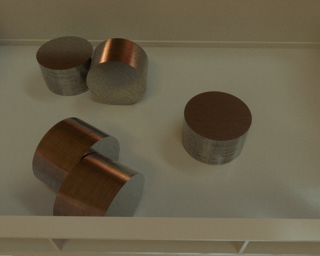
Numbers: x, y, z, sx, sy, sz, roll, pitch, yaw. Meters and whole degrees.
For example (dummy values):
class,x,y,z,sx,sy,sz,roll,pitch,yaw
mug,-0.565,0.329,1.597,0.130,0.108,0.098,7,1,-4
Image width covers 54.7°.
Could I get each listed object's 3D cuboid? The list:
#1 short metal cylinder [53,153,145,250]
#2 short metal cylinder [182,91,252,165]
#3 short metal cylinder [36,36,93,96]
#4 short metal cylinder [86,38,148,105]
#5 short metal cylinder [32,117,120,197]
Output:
class,x,y,z,sx,sy,sz,roll,pitch,yaw
short metal cylinder,-0.058,0.071,0.309,0.050,0.080,0.080,24,54,18
short metal cylinder,0.069,-0.001,0.390,0.080,0.050,0.080,0,50,0
short metal cylinder,-0.137,-0.094,0.467,0.080,0.050,0.080,0,50,0
short metal cylinder,-0.058,-0.077,0.434,0.080,0.080,0.050,1,50,1
short metal cylinder,-0.089,0.035,0.339,0.050,0.080,0.080,26,55,20
